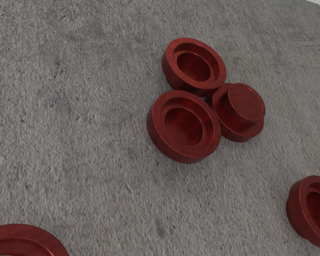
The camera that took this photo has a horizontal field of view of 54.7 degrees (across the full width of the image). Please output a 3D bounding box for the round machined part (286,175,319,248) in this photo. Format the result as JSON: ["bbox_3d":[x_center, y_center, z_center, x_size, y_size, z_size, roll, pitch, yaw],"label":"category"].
[{"bbox_3d":[0.220,0.120,0.438,0.099,0.042,0.098,14,56,-21],"label":"round machined part"}]

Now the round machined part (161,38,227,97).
[{"bbox_3d":[0.047,-0.086,0.468,0.099,0.042,0.098,12,56,-18],"label":"round machined part"}]

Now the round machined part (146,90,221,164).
[{"bbox_3d":[0.027,0.002,0.406,0.099,0.042,0.098,14,56,-21],"label":"round machined part"}]

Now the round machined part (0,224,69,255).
[{"bbox_3d":[-0.122,0.131,0.247,0.099,0.042,0.098,14,56,-21],"label":"round machined part"}]

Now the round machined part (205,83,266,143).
[{"bbox_3d":[0.122,-0.030,0.476,0.099,0.042,0.098,14,56,-21],"label":"round machined part"}]
